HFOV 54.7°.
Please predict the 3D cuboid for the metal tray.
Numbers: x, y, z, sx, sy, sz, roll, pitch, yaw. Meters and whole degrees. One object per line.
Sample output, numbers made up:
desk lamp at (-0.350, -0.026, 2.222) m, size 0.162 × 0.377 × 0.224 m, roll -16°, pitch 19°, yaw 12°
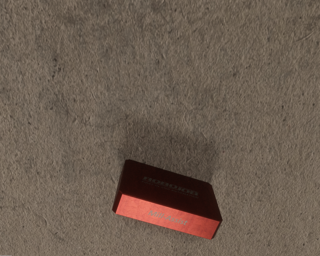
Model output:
metal tray at (0.009, 0.090, 0.408) m, size 0.131 × 0.090 × 0.030 m, roll 18°, pitch 109°, yaw -7°
